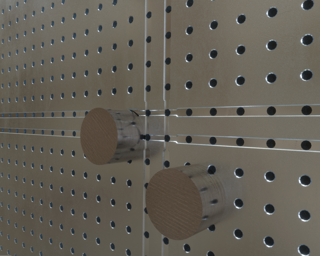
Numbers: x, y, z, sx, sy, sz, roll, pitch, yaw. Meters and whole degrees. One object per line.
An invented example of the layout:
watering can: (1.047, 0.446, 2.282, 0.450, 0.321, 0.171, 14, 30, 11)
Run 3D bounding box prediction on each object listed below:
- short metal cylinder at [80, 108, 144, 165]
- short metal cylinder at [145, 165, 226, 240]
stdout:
short metal cylinder: (-0.070, 0.011, 0.449, 0.080, 0.050, 0.079, 0, 90, 39)
short metal cylinder: (0.030, 0.085, 0.367, 0.080, 0.050, 0.079, 0, 90, 39)
